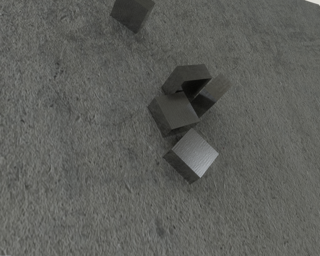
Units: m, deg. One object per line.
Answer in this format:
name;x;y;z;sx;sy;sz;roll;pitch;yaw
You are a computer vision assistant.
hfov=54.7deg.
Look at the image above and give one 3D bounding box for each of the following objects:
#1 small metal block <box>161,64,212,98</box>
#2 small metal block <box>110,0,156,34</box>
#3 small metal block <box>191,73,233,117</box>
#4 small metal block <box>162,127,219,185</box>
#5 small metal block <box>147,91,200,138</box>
small metal block;0.038;-0.066;0.448;0.050;0.050;0.025;-12;68;-33
small metal block;-0.043;-0.182;0.476;0.050;0.050;0.025;35;51;-5
small metal block;0.073;-0.047;0.455;0.025;0.050;0.050;45;51;2
small metal block;0.041;0.036;0.403;0.050;0.025;0.050;45;51;3
small metal block;0.019;-0.019;0.425;0.050;0.025;0.050;-16;70;-34
